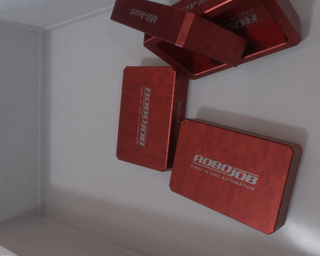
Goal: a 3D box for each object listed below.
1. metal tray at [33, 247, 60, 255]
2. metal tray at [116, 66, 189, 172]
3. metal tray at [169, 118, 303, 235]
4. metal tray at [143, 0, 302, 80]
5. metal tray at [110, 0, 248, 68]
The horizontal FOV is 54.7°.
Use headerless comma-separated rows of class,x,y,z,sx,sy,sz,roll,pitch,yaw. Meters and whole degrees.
metal tray,-0.185,0.285,0.555,0.130,0.030,0.089,13,98,39
metal tray,-0.012,-0.015,0.412,0.090,0.030,0.129,9,96,39
metal tray,0.076,0.046,0.340,0.130,0.030,0.089,17,101,38
metal tray,0.060,-0.097,0.310,0.130,0.090,0.030,-14,63,38
metal tray,0.017,-0.107,0.334,0.130,0.091,0.030,36,112,44
